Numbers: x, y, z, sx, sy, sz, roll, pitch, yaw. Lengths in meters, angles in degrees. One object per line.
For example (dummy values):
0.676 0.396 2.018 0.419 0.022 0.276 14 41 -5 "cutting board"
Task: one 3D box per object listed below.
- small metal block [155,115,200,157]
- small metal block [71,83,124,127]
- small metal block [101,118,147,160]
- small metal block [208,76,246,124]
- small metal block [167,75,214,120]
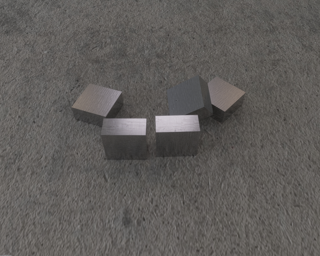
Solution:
0.020 0.011 0.378 0.050 0.050 0.025 -2 50 -1 "small metal block"
-0.085 -0.031 0.428 0.050 0.025 0.050 16 52 13 "small metal block"
-0.041 0.014 0.375 0.050 0.050 0.025 0 50 0 "small metal block"
0.084 -0.040 0.437 0.050 0.025 0.050 35 58 26 "small metal block"
0.039 -0.035 0.411 0.050 0.025 0.050 -23 56 29 "small metal block"
